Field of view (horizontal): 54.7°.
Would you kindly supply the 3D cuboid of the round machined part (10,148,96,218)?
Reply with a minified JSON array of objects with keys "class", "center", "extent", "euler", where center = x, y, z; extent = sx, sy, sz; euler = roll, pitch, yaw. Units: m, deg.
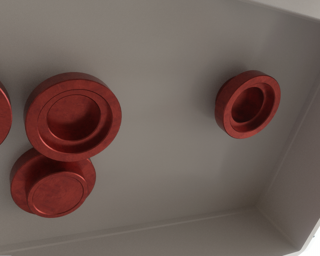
[{"class":"round machined part","center":[-0.125,0.069,0.373],"extent":[0.099,0.042,0.097],"euler":[-14,125,-21]}]

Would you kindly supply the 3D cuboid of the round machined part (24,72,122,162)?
[{"class":"round machined part","center":[-0.095,-0.015,0.337],"extent":[0.099,0.042,0.097],"euler":[-14,124,-21]}]

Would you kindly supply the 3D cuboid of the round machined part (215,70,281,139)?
[{"class":"round machined part","center":[0.119,-0.037,0.443],"extent":[0.099,0.042,0.097],"euler":[-14,125,-21]}]

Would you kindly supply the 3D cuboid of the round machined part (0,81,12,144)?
[{"class":"round machined part","center":[-0.190,-0.019,0.282],"extent":[0.099,0.042,0.097],"euler":[-14,125,-21]}]
